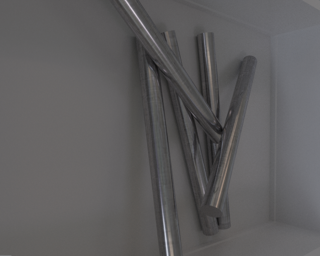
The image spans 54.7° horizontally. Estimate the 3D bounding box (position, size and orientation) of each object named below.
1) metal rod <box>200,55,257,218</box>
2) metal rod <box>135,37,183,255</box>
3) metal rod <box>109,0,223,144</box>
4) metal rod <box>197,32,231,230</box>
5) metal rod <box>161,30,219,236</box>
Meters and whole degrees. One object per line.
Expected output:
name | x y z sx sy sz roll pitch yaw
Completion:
metal rod | 0.107 -0.011 0.442 0.025 0.025 0.301 51 44 -28
metal rod | -0.001 0.026 0.361 0.025 0.025 0.299 3 74 -40
metal rod | 0.007 -0.080 0.367 0.300 0.025 0.025 50 61 -35
metal rod | 0.084 0.008 0.476 0.025 0.025 0.298 -10 97 -40
metal rod | 0.042 0.015 0.441 0.025 0.025 0.298 -23 105 -38
